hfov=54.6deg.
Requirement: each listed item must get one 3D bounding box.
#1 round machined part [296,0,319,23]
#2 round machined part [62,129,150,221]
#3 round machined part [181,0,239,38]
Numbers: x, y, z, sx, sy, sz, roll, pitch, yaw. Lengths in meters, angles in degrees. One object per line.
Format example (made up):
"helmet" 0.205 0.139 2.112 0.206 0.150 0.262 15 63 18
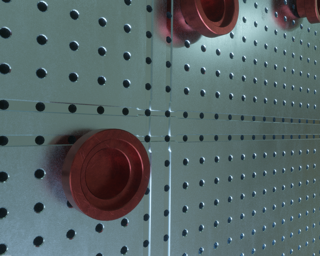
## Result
"round machined part" 0.322 -0.272 0.659 0.099 0.042 0.097 -9 102 -47
"round machined part" -0.062 0.049 0.345 0.099 0.042 0.097 0 90 -40
"round machined part" 0.069 -0.181 0.454 0.099 0.042 0.097 0 90 -40
